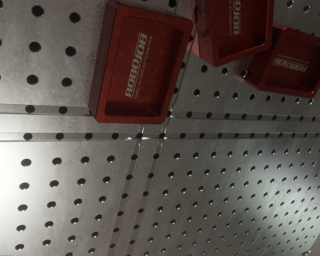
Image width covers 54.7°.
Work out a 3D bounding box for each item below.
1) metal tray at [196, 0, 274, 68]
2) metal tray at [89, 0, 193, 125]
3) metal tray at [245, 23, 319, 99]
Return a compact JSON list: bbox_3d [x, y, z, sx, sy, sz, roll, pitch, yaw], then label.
[{"bbox_3d":[0.090,-0.147,0.367,0.091,0.030,0.129,-22,127,-16],"label":"metal tray"},{"bbox_3d":[-0.024,-0.068,0.353,0.091,0.030,0.129,2,118,-30],"label":"metal tray"},{"bbox_3d":[0.197,-0.095,0.459,0.131,0.030,0.089,4,117,-31],"label":"metal tray"}]
